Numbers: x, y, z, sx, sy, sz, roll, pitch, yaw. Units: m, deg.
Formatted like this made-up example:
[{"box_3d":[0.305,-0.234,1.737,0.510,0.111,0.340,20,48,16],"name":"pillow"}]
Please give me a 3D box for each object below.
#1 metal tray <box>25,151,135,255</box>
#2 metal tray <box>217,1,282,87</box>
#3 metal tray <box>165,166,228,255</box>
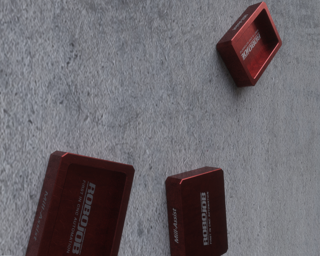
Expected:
[{"box_3d":[-0.083,0.096,0.331,0.091,0.030,0.129,18,79,-39],"name":"metal tray"},{"box_3d":[0.157,-0.143,0.531,0.130,0.030,0.090,-51,120,-28],"name":"metal tray"},{"box_3d":[0.055,0.128,0.448,0.091,0.030,0.129,-7,95,-40],"name":"metal tray"}]
